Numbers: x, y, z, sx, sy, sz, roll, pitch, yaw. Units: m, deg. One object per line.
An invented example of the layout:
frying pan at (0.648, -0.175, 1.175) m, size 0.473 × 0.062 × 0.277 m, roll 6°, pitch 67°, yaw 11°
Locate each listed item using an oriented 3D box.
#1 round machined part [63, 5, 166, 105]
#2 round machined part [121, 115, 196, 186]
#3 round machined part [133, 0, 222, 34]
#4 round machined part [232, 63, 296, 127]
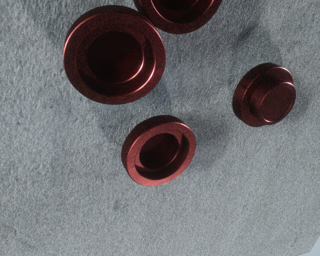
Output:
round machined part at (-0.046, -0.075, 0.315) m, size 0.099 × 0.042 × 0.097 m, roll -7°, pitch 129°, yaw -9°
round machined part at (-0.005, 0.025, 0.410) m, size 0.099 × 0.042 × 0.097 m, roll -14°, pitch 125°, yaw -21°
round machined part at (0.015, -0.149, 0.313) m, size 0.099 × 0.042 × 0.097 m, roll -14°, pitch 125°, yaw -21°
round machined part at (0.160, -0.043, 0.459) m, size 0.099 × 0.042 × 0.097 m, roll -14°, pitch 125°, yaw -21°
